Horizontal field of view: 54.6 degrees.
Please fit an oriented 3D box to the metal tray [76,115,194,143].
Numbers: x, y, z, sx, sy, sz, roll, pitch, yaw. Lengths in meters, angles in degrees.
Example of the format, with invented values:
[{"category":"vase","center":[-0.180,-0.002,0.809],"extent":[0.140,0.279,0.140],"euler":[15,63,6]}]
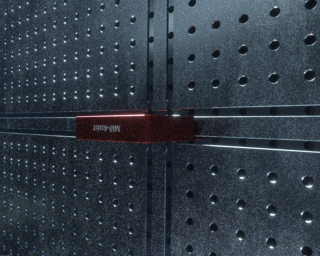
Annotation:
[{"category":"metal tray","center":[-0.033,0.000,0.395],"extent":[0.130,0.091,0.030],"euler":[1,91,40]}]
